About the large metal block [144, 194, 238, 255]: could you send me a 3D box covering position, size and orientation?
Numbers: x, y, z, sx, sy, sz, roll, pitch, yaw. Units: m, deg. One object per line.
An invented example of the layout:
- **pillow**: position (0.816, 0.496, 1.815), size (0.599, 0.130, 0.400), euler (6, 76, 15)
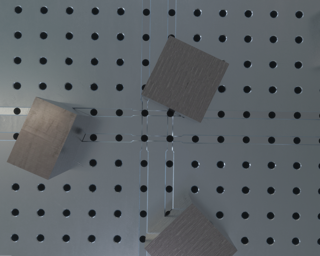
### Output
- **large metal block**: position (0.038, 0.147, 0.401), size (0.080, 0.050, 0.080), euler (-43, 90, 0)

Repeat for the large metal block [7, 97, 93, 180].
- **large metal block**: position (-0.131, 0.011, 0.385), size (0.050, 0.080, 0.080), euler (24, 90, 0)

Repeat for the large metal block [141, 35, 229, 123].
- **large metal block**: position (0.031, -0.059, 0.401), size (0.080, 0.050, 0.080), euler (26, 90, 0)
